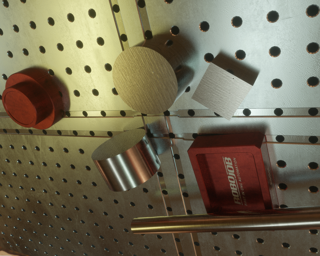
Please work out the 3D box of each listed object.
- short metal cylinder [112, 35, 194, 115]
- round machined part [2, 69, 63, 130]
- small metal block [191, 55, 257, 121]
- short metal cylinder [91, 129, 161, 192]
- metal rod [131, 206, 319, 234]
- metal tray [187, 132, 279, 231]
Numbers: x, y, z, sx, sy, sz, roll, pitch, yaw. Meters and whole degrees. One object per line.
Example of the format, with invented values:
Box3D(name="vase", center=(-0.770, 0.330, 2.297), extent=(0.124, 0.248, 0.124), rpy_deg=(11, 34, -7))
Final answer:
Box3D(name="short metal cylinder", center=(-0.007, -0.062, 0.360), extent=(0.080, 0.050, 0.079), rpy_deg=(13, 124, 21))
Box3D(name="round machined part", center=(-0.204, -0.039, 0.484), extent=(0.098, 0.042, 0.097), rpy_deg=(13, 124, 21))
Box3D(name="small metal block", center=(0.071, -0.045, 0.346), extent=(0.050, 0.025, 0.050), rpy_deg=(32, 129, 7))
Box3D(name="short metal cylinder", center=(-0.046, 0.042, 0.426), extent=(0.080, 0.080, 0.050), rpy_deg=(-12, 112, 33))
Box3D(name="metal rod", center=(0.083, 0.122, 0.403), extent=(0.300, 0.025, 0.025), rpy_deg=(-15, 111, 34))
Box3D(name="metal tray", center=(0.097, 0.071, 0.400), extent=(0.090, 0.030, 0.129), rpy_deg=(-5, 116, 30))
